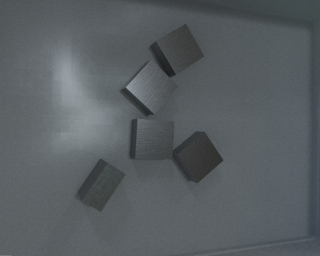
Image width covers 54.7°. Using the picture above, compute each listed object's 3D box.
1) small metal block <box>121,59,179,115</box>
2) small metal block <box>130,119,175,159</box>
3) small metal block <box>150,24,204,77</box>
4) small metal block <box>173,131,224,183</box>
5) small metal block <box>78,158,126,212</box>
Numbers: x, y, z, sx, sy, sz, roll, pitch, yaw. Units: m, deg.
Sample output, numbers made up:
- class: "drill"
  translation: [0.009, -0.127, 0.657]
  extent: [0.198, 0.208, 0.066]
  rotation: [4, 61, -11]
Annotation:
- class: "small metal block"
  translation: [-0.013, -0.052, 0.407]
  extent: [0.050, 0.025, 0.050]
  rotation: [43, 76, -15]
- class: "small metal block"
  translation: [-0.010, 0.015, 0.408]
  extent: [0.050, 0.025, 0.050]
  rotation: [4, 89, -20]
- class: "small metal block"
  translation: [0.023, -0.104, 0.420]
  extent: [0.050, 0.025, 0.050]
  rotation: [-35, 102, -17]
- class: "small metal block"
  translation: [0.051, 0.040, 0.431]
  extent: [0.050, 0.025, 0.050]
  rotation: [-38, 103, -16]
- class: "small metal block"
  translation: [-0.071, 0.067, 0.372]
  extent: [0.025, 0.050, 0.050]
  rotation: [36, 78, -17]
